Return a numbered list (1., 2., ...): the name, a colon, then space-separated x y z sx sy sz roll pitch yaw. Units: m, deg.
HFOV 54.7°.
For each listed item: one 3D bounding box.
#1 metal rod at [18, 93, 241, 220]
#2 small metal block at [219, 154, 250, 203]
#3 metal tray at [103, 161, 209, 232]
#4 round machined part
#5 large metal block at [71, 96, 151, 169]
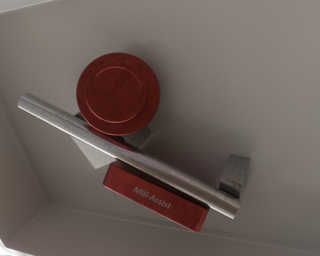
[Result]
1. metal rod: -0.046 0.029 0.381 0.301 0.025 0.025 26 127 11
2. small metal block: 0.091 0.069 0.384 0.025 0.050 0.050 14 124 20
3. metal tray: 0.003 0.079 0.406 0.130 0.090 0.030 24 100 13
4. round machined part: -0.049 -0.040 0.362 0.099 0.042 0.097 0 91 -1
5. large metal block: -0.074 0.001 0.428 0.080 0.050 0.080 -25 105 36
